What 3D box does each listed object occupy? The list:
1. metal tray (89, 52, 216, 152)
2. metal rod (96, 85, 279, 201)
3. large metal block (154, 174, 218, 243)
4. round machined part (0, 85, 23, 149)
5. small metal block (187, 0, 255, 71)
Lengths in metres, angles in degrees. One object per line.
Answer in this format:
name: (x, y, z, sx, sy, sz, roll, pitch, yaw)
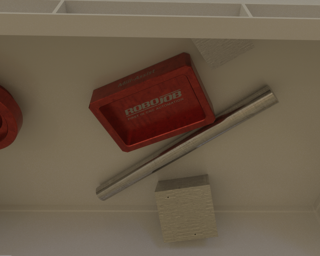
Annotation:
metal tray: (-0.008, -0.027, 0.382, 0.130, 0.030, 0.090, -20, 128, 15)
metal rod: (0.022, 0.032, 0.436, 0.300, 0.025, 0.025, -32, 123, 24)
large metal block: (0.041, 0.122, 0.474, 0.080, 0.050, 0.079, -9, 98, 7)
round machined part: (-0.218, -0.021, 0.377, 0.099, 0.042, 0.097, -1, 130, 0)
small metal block: (0.064, -0.097, 0.327, 0.050, 0.025, 0.050, -28, 125, 21)
